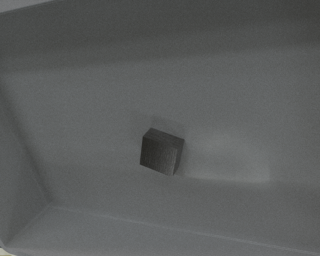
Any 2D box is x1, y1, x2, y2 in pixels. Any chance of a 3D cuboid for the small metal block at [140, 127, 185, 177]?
[{"bbox_3d":[0.002,0.034,0.427,0.050,0.025,0.050,20,126,16],"label":"small metal block"}]
